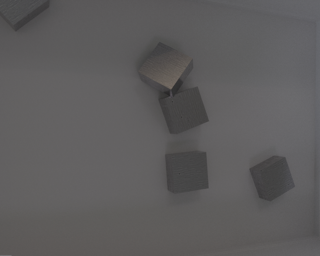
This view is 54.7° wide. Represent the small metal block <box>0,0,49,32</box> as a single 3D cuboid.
[{"bbox_3d":[-0.163,-0.147,0.350,0.050,0.025,0.050,-45,104,-15],"label":"small metal block"}]

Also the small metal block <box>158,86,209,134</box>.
[{"bbox_3d":[0.032,-0.024,0.422,0.050,0.025,0.050,-22,98,-19],"label":"small metal block"}]

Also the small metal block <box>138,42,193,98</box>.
[{"bbox_3d":[0.008,-0.075,0.401,0.050,0.025,0.050,30,78,16],"label":"small metal block"}]

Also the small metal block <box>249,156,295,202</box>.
[{"bbox_3d":[0.172,0.076,0.474,0.050,0.025,0.050,-24,98,-19],"label":"small metal block"}]

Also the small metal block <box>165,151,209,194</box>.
[{"bbox_3d":[0.037,0.059,0.424,0.050,0.025,0.050,-5,92,-20],"label":"small metal block"}]
